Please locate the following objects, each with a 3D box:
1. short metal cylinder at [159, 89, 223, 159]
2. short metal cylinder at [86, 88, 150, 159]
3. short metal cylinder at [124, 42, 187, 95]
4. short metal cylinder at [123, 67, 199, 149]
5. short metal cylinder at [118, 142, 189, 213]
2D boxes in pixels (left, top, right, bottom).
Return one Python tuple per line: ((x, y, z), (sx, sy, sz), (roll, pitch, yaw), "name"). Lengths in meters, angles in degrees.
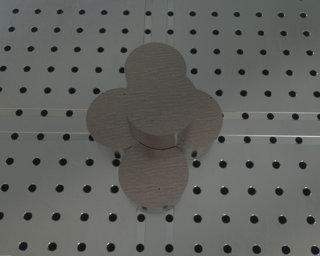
((0.036, -0.004, 0.399), (0.081, 0.050, 0.080), (0, 70, 0), "short metal cylinder")
((-0.049, -0.005, 0.400), (0.081, 0.050, 0.080), (0, 70, 0), "short metal cylinder")
((-0.006, -0.068, 0.423), (0.081, 0.050, 0.080), (0, 70, -1), "short metal cylinder")
((0.001, -0.021, 0.352), (0.081, 0.050, 0.080), (0, 70, 0), "short metal cylinder")
((-0.007, 0.060, 0.376), (0.081, 0.050, 0.080), (0, 68, 0), "short metal cylinder")
